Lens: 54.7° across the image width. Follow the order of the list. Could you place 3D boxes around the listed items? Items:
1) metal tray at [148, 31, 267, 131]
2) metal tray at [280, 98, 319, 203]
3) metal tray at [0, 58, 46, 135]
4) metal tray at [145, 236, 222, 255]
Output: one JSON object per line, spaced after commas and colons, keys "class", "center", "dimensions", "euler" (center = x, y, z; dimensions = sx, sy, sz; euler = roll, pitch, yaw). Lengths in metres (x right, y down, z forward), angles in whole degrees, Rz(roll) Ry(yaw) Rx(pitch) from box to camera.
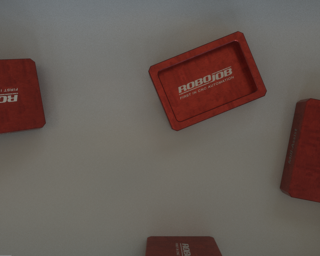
{"class": "metal tray", "center": [0.061, -0.060, 0.409], "dimensions": [0.131, 0.030, 0.090], "euler": [-22, 90, 0]}
{"class": "metal tray", "center": [0.220, 0.033, 0.410], "dimensions": [0.091, 0.030, 0.129], "euler": [11, 90, 0]}
{"class": "metal tray", "center": [-0.216, -0.034, 0.377], "dimensions": [0.131, 0.030, 0.089], "euler": [-10, 90, -30]}
{"class": "metal tray", "center": [0.028, 0.163, 0.359], "dimensions": [0.091, 0.130, 0.030], "euler": [0, 90, 0]}
